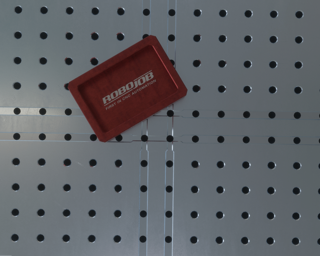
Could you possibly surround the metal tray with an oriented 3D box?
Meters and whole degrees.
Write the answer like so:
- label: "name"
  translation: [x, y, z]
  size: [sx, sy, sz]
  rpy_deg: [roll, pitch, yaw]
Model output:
- label: "metal tray"
  translation: [-0.041, -0.050, 0.410]
  size: [0.130, 0.030, 0.090]
  rpy_deg: [-30, 90, 0]
